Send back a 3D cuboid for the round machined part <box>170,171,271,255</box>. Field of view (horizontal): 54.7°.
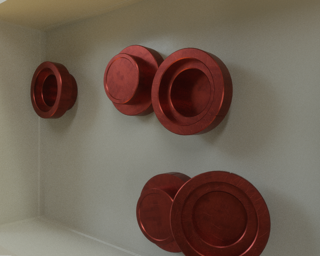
[{"bbox_3d":[0.063,0.094,0.327,0.098,0.042,0.097,-2,83,14],"label":"round machined part"}]

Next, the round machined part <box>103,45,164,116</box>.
[{"bbox_3d":[-0.040,-0.066,0.427,0.098,0.042,0.097,0,90,39],"label":"round machined part"}]

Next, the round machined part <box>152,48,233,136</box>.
[{"bbox_3d":[0.040,-0.040,0.361,0.098,0.042,0.097,0,90,39],"label":"round machined part"}]

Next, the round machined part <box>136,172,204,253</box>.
[{"bbox_3d":[0.009,0.106,0.387,0.098,0.042,0.097,0,90,39],"label":"round machined part"}]

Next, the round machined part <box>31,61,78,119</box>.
[{"bbox_3d":[-0.182,-0.065,0.543,0.098,0.042,0.097,0,90,39],"label":"round machined part"}]
